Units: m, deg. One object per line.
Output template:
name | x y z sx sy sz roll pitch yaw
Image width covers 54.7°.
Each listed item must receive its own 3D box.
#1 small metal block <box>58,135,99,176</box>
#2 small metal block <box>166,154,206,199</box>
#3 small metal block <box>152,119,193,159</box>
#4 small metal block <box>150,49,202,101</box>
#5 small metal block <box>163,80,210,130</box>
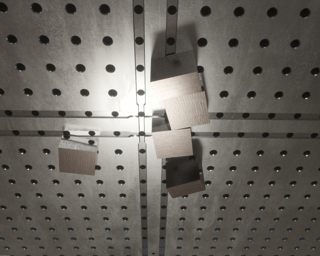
small metal block | -0.117 0.040 0.444 0.050 0.025 0.050 7 130 -7
small metal block | 0.037 0.071 0.456 0.050 0.050 0.025 -18 128 14
small metal block | 0.017 0.014 0.424 0.050 0.025 0.050 -6 130 5
small metal block | 0.017 -0.059 0.345 0.050 0.050 0.025 -11 129 9
small metal block | 0.033 -0.028 0.389 0.050 0.025 0.050 -11 130 8
